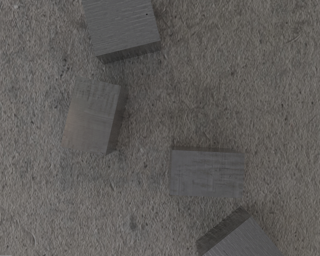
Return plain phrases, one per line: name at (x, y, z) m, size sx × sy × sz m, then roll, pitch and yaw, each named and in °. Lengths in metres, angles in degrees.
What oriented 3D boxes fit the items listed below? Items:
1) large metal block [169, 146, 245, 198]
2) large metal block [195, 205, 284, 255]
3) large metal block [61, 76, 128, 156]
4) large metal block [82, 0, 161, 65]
large metal block at (0.053, 0.051, 0.383) m, size 0.080 × 0.080 × 0.050 m, roll 3°, pitch 90°, yaw 0°
large metal block at (0.105, 0.162, 0.398) m, size 0.080 × 0.050 × 0.080 m, roll -39°, pitch 90°, yaw 0°
large metal block at (-0.076, -0.013, 0.382) m, size 0.050 × 0.080 × 0.080 m, roll 13°, pitch 90°, yaw 0°
large metal block at (-0.048, -0.134, 0.397) m, size 0.080 × 0.050 × 0.080 m, roll -14°, pitch 90°, yaw 0°
